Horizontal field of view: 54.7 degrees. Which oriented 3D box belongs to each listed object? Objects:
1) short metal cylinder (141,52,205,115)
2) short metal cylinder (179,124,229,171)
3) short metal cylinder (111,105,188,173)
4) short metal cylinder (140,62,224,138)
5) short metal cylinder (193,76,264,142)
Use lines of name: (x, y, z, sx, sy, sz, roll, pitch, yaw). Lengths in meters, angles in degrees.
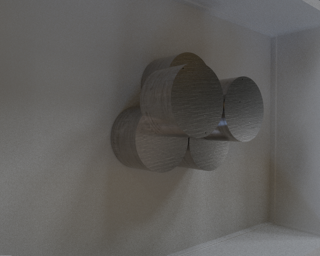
short metal cylinder: (0.023, -0.055, 0.407, 0.081, 0.050, 0.080, 0, 90, -40)
short metal cylinder: (0.051, 0.017, 0.431, 0.081, 0.050, 0.080, 0, 90, -40)
short metal cylinder: (-0.012, 0.012, 0.378, 0.081, 0.050, 0.080, 0, 90, -40)
short metal cylinder: (0.025, -0.029, 0.344, 0.081, 0.050, 0.080, 0, 90, -40)
short metal cylinder: (0.088, -0.023, 0.395, 0.081, 0.050, 0.080, 0, 90, -40)
